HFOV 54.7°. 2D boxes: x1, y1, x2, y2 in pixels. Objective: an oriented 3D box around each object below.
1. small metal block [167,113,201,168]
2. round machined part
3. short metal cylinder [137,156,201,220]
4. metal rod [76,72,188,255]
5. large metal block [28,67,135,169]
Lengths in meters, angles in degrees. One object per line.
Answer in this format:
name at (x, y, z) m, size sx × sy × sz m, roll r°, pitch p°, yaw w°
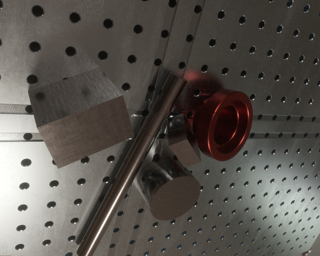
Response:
small metal block at (0.032, 0.017, 0.421) m, size 0.025 × 0.050 × 0.050 m, roll -21°, pitch 131°, yaw 16°
round machined part at (0.083, -0.006, 0.431) m, size 0.099 × 0.042 × 0.097 m, roll -17°, pitch 116°, yaw -38°
short metal cylinder at (0.013, 0.089, 0.459) m, size 0.081 × 0.050 × 0.079 m, roll -14°, pitch 125°, yaw -21°
metal rod at (-0.045, 0.062, 0.426) m, size 0.025 × 0.025 × 0.298 m, roll 17°, pitch 109°, yaw -35°
large metal block at (-0.083, -0.015, 0.322) m, size 0.081 × 0.080 × 0.050 m, roll -23°, pitch 127°, yaw -15°
